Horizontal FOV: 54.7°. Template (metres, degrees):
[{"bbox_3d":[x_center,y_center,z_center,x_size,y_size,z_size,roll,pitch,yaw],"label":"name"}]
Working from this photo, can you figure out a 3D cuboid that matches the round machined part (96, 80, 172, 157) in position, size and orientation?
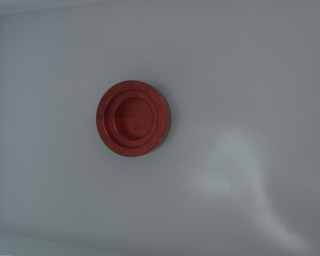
[{"bbox_3d":[-0.031,-0.012,0.412,0.098,0.042,0.097,0,90,19],"label":"round machined part"}]
